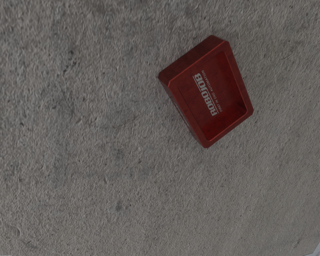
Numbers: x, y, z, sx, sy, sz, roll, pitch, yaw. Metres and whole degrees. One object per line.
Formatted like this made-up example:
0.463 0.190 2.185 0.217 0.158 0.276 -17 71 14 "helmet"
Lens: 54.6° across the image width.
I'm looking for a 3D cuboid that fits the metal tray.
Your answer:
0.066 -0.043 0.411 0.090 0.030 0.130 -37 129 -3 "metal tray"
